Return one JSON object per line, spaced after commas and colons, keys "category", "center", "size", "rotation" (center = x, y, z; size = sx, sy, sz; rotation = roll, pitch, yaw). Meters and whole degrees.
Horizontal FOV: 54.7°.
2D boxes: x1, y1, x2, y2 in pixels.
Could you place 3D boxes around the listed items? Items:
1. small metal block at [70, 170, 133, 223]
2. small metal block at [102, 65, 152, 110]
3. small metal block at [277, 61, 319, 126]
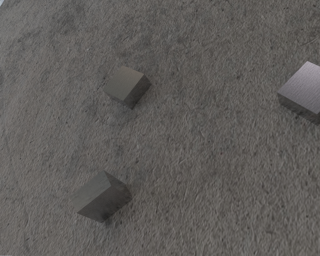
{"category": "small metal block", "center": [-0.069, 0.084, 0.373], "size": [0.050, 0.050, 0.025], "rotation": [-38, 51, 2]}
{"category": "small metal block", "center": [-0.050, -0.062, 0.468], "size": [0.050, 0.025, 0.050], "rotation": [28, 77, 37]}
{"category": "small metal block", "center": [0.167, -0.039, 0.340], "size": [0.050, 0.025, 0.050], "rotation": [-45, 51, -3]}
